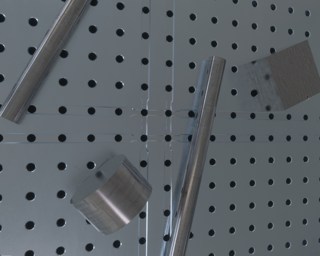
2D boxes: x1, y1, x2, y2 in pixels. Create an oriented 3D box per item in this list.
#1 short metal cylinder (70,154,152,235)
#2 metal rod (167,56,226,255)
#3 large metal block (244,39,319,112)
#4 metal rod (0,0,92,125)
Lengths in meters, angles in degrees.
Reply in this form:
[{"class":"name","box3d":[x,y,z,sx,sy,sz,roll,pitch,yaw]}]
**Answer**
[{"class":"short metal cylinder","box3d":[-0.056,0.076,0.363,0.080,0.080,0.050,-43,104,-15]},{"class":"metal rod","box3d":[0.050,0.048,0.430,0.025,0.025,0.299,14,85,-20]},{"class":"large metal block","box3d":[0.187,-0.077,0.468,0.081,0.050,0.080,-25,98,-18]},{"class":"metal rod","box3d":[-0.105,-0.142,0.373,0.025,0.025,0.299,30,80,-18]}]
